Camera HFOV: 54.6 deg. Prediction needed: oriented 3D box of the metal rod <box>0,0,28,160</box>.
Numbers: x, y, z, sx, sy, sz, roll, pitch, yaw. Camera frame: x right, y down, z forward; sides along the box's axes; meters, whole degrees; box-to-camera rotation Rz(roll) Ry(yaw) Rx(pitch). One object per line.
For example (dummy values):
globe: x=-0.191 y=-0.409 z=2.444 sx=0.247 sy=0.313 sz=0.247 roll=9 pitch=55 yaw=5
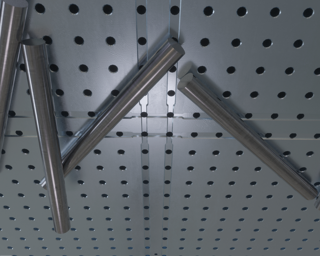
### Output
metal rod: x=-0.205 y=-0.021 z=0.391 sx=0.025 sy=0.025 sz=0.298 roll=19 pitch=128 yaw=-16

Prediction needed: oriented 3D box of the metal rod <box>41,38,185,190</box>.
metal rod: x=-0.078 y=-0.001 z=0.409 sx=0.025 sy=0.025 sz=0.299 roll=32 pitch=123 yaw=-25

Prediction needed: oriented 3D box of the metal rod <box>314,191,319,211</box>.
metal rod: x=0.274 y=0.018 z=0.428 sx=0.025 sy=0.025 sz=0.298 roll=0 pitch=130 yaw=0

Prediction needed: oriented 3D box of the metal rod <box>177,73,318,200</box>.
metal rod: x=0.136 y=0.025 z=0.433 sx=0.301 sy=0.025 sz=0.025 roll=37 pitch=121 yaw=-27

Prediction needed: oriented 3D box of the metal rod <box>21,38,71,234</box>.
metal rod: x=-0.145 y=0.033 z=0.412 sx=0.025 sy=0.025 sz=0.298 roll=3 pitch=123 yaw=-3
